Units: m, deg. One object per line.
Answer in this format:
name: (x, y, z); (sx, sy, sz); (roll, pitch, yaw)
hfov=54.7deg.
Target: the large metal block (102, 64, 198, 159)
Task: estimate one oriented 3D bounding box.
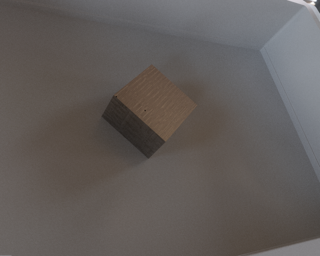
large metal block: (-0.013, -0.022, 0.398); (0.080, 0.050, 0.080); (42, 51, 0)
